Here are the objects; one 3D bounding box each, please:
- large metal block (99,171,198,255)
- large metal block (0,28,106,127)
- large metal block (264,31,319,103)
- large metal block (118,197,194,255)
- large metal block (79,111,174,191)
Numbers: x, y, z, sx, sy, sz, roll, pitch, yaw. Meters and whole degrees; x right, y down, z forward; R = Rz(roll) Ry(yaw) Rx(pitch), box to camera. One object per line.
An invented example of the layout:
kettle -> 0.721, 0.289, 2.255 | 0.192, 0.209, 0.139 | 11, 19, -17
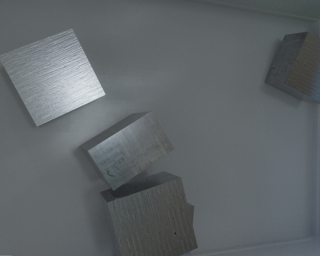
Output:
large metal block -> -0.014, 0.101, 0.340 | 0.081, 0.050, 0.080 | -15, 95, -20
large metal block -> -0.121, -0.055, 0.353 | 0.081, 0.050, 0.080 | -28, 100, -18
large metal block -> 0.222, -0.090, 0.473 | 0.080, 0.050, 0.080 | 21, 94, -19
large metal block -> -0.007, 0.134, 0.396 | 0.081, 0.050, 0.080 | 5, 88, -20
large metal block -> -0.042, 0.023, 0.366 | 0.080, 0.080, 0.050 | -33, 101, -17
